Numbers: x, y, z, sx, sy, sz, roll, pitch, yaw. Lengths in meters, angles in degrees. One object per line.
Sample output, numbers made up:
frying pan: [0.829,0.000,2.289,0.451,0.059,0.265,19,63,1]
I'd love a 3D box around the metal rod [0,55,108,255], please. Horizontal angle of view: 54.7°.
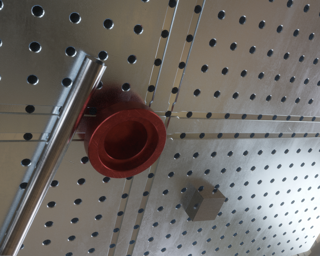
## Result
metal rod: [-0.138,0.054,0.369,0.025,0.025,0.298,18,109,-36]

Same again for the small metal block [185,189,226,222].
small metal block: [0.080,0.134,0.540,0.050,0.025,0.050,7,115,-32]

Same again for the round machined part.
round machined part: [-0.045,0.011,0.384,0.099,0.042,0.097,-14,125,-21]
